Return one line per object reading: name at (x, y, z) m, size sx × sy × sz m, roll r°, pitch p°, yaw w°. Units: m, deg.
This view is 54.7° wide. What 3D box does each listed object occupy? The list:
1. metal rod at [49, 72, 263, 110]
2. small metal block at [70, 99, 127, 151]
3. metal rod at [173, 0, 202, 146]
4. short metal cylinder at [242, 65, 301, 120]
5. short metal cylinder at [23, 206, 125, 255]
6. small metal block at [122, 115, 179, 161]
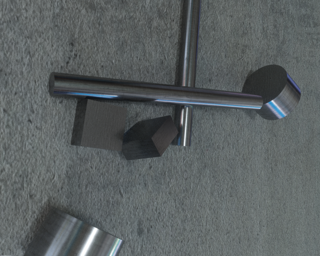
metal rod at (0.019, -0.042, 0.393) m, size 0.303 × 0.025 × 0.025 m, roll 1°, pitch 90°, yaw -32°
small metal block at (-0.068, -0.002, 0.348) m, size 0.050 × 0.025 × 0.050 m, roll 12°, pitch 83°, yaw -39°
metal rod at (0.042, -0.124, 0.439) m, size 0.025 × 0.025 × 0.298 m, roll 8°, pitch 85°, yaw -40°
short metal cylinder at (0.188, -0.060, 0.527) m, size 0.050 × 0.080 × 0.080 m, roll 34°, pitch 69°, yaw -35°
short metal cylinder at (-0.082, 0.117, 0.301) m, size 0.080 × 0.080 × 0.050 m, roll 40°, pitch 66°, yaw -33°
small metal block at (-0.014, 0.012, 0.369) m, size 0.050 × 0.050 × 0.025 m, roll -51°, pitch 122°, yaw -48°
